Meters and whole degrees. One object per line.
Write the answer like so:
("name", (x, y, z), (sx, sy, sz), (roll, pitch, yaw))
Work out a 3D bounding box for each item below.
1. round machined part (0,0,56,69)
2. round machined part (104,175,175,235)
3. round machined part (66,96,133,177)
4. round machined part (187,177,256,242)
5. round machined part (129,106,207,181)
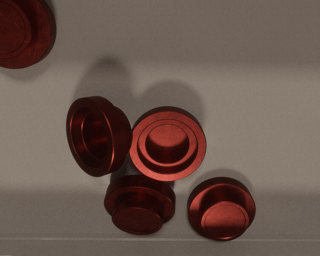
("round machined part", (-0.175, -0.116, 0.357), (0.099, 0.042, 0.097), (0, 110, -1))
("round machined part", (-0.029, 0.111, 0.425), (0.099, 0.042, 0.097), (3, 132, 4))
("round machined part", (-0.072, 0.008, 0.386), (0.098, 0.042, 0.097), (13, 109, 41))
("round machined part", (0.090, 0.124, 0.449), (0.099, 0.042, 0.097), (0, 110, -1))
("round machined part", (0.010, 0.017, 0.409), (0.099, 0.042, 0.097), (0, 110, -1))
